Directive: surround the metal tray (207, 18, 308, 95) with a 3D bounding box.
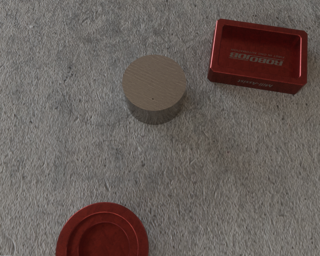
[{"bbox_3d":[0.140,-0.103,0.444,0.131,0.030,0.090,9,70,3],"label":"metal tray"}]

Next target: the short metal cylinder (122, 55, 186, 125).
[{"bbox_3d":[-0.007,-0.050,0.413,0.081,0.050,0.080,0,70,0],"label":"short metal cylinder"}]

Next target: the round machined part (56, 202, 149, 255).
[{"bbox_3d":[-0.062,0.136,0.349,0.099,0.042,0.098,0,70,-1],"label":"round machined part"}]
